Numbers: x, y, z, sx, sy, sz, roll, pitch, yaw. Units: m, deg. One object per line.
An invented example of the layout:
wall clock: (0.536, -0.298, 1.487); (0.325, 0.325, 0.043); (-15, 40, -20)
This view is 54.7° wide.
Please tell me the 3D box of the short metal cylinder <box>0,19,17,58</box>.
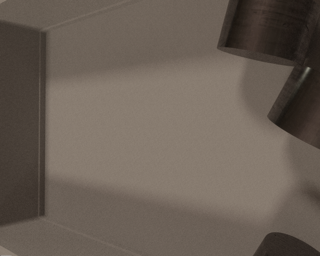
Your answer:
short metal cylinder: (-0.352, -0.189, 0.659); (0.080, 0.081, 0.050); (-22, 77, 37)

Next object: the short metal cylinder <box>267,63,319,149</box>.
short metal cylinder: (0.139, -0.014, 0.256); (0.080, 0.081, 0.050); (36, 112, 34)

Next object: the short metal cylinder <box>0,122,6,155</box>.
short metal cylinder: (-0.401, 0.025, 0.719); (0.080, 0.050, 0.079); (0, 90, 39)

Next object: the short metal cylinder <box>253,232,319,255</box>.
short metal cylinder: (0.117, 0.140, 0.274); (0.080, 0.081, 0.050); (36, 112, 33)

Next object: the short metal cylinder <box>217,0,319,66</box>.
short metal cylinder: (0.099, -0.091, 0.289); (0.080, 0.081, 0.050); (22, 104, 37)
